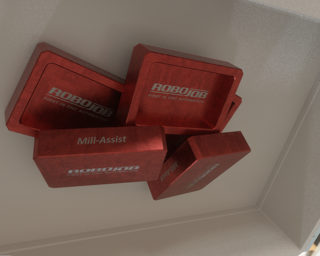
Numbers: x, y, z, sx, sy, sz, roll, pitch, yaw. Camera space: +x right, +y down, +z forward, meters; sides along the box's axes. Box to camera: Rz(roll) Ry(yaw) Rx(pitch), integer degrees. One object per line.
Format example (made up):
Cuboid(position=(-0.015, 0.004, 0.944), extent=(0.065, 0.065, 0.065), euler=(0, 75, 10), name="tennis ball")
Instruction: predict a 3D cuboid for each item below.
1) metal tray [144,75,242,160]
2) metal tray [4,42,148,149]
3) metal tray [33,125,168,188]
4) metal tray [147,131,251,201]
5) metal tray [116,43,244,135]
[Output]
Cuboid(position=(0.042, -0.006, 0.425), extent=(0.091, 0.030, 0.129), euler=(21, 107, -37), name="metal tray")
Cuboid(position=(-0.086, -0.024, 0.341), extent=(0.131, 0.030, 0.090), euler=(21, 107, -37), name="metal tray")
Cuboid(position=(-0.063, 0.034, 0.347), extent=(0.131, 0.030, 0.090), euler=(-3, 151, -10), name="metal tray")
Cuboid(position=(0.049, 0.054, 0.424), extent=(0.091, 0.030, 0.129), euler=(-5, 150, -33), name="metal tray")
Cuboid(position=(0.024, -0.038, 0.355), extent=(0.131, 0.030, 0.089), euler=(3, 117, -31), name="metal tray")
